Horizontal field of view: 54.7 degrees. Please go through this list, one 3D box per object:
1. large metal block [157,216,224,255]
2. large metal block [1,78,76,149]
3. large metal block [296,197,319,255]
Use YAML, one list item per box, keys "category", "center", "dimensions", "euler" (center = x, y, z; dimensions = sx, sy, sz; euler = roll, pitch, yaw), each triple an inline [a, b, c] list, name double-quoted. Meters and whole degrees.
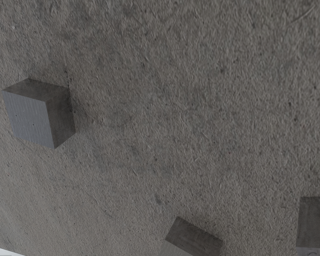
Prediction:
- category: "large metal block"
  center: [0.043, 0.200, 0.492]
  dimensions: [0.080, 0.050, 0.079]
  euler: [26, 128, 12]
- category: "large metal block"
  center: [-0.182, -0.023, 0.472]
  dimensions: [0.080, 0.050, 0.079]
  euler: [15, 125, 20]
- category: "large metal block"
  center: [0.193, 0.135, 0.353]
  dimensions: [0.050, 0.080, 0.080]
  euler: [-10, 114, 32]
